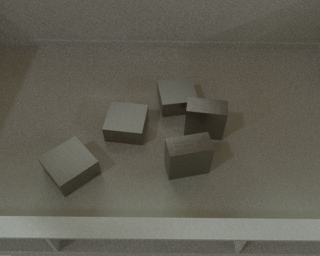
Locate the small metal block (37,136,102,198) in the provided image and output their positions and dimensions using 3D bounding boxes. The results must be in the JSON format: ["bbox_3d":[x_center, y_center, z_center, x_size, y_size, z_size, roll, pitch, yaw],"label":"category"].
[{"bbox_3d":[-0.106,0.045,0.366,0.050,0.025,0.050,-34,58,-26],"label":"small metal block"}]

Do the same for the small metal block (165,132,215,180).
[{"bbox_3d":[0.033,0.033,0.361,0.050,0.050,0.025,-9,51,-8],"label":"small metal block"}]

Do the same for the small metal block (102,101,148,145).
[{"bbox_3d":[-0.044,-0.007,0.410,0.050,0.025,0.050,6,50,4],"label":"small metal block"}]

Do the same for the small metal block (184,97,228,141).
[{"bbox_3d":[0.058,-0.011,0.399,0.050,0.050,0.025,6,51,5],"label":"small metal block"}]

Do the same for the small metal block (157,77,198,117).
[{"bbox_3d":[0.024,-0.045,0.443,0.050,0.025,0.050,-6,50,-6],"label":"small metal block"}]
